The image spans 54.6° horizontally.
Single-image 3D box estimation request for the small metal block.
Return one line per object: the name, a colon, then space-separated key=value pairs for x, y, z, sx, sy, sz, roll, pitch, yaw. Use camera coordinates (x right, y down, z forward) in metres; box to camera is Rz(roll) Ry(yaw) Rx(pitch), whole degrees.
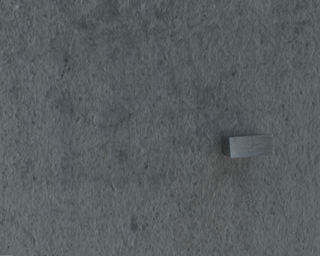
small metal block: x=0.109 y=0.022 z=0.398 sx=0.050 sy=0.050 sz=0.025 roll=-4 pitch=90 yaw=0
